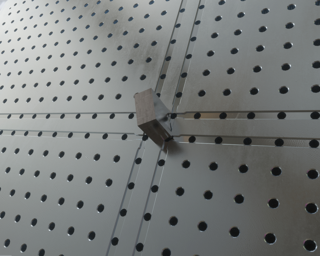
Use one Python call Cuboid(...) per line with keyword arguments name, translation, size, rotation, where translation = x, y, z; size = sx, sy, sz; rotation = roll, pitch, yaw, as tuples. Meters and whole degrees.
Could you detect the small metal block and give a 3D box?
Cuboid(name="small metal block", translation=(-0.009, -0.015, 0.407), size=(0.025, 0.050, 0.050), rotation=(-20, 54, 16))
